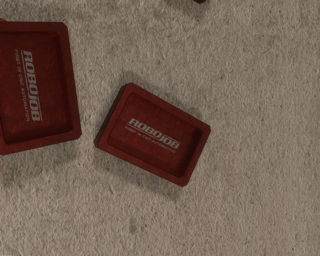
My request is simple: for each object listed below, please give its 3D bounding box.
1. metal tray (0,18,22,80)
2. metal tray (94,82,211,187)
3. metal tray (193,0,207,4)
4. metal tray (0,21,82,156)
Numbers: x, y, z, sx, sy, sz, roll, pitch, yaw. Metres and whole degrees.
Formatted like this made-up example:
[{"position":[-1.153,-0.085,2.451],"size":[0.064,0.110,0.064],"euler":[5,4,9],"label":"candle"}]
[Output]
[{"position":[-0.216,-0.064,0.326],"size":[0.091,0.030,0.130],"euler":[23,82,-19],"label":"metal tray"},{"position":[-0.007,0.011,0.404],"size":[0.131,0.030,0.090],"euler":[28,81,-18],"label":"metal tray"},{"position":[0.025,-0.241,0.416],"size":[0.131,0.030,0.090],"euler":[23,82,-19],"label":"metal tray"},{"position":[-0.140,-0.044,0.331],"size":[0.091,0.030,0.129],"euler":[-13,105,-35],"label":"metal tray"}]
